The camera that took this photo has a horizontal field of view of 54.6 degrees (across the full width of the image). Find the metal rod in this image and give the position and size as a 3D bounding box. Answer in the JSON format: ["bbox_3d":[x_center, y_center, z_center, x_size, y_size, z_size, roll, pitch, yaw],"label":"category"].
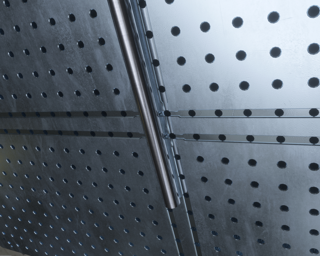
[{"bbox_3d":[-0.014,-0.016,0.410,0.025,0.025,0.298,0,119,28],"label":"metal rod"}]
